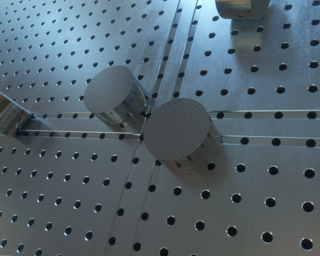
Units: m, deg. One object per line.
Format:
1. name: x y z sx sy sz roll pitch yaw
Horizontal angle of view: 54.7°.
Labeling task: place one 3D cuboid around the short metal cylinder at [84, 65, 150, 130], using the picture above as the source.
1. short metal cylinder: -0.062 -0.044 0.450 0.080 0.050 0.080 -13 56 20

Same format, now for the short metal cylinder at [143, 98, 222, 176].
1. short metal cylinder: 0.027 0.011 0.370 0.080 0.050 0.080 -13 56 20

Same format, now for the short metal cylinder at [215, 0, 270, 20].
1. short metal cylinder: 0.117 -0.193 0.429 0.050 0.080 0.080 15 70 34

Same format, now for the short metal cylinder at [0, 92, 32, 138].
1. short metal cylinder: -0.269 -0.027 0.528 0.080 0.080 0.050 29 78 37
